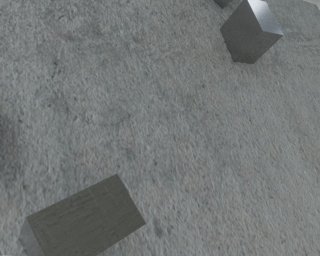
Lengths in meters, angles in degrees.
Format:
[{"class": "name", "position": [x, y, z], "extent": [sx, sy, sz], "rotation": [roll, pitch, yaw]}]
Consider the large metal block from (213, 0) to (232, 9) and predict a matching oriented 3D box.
[{"class": "large metal block", "position": [0.132, -0.309, 0.651], "extent": [0.080, 0.050, 0.080], "rotation": [42, 51, 0]}]

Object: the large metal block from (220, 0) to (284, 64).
[{"class": "large metal block", "position": [0.165, -0.176, 0.567], "extent": [0.050, 0.080, 0.080], "rotation": [-1, 62, -29]}]

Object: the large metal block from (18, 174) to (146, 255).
[{"class": "large metal block", "position": [-0.072, 0.092, 0.275], "extent": [0.081, 0.080, 0.050], "rotation": [-23, 74, -36]}]
